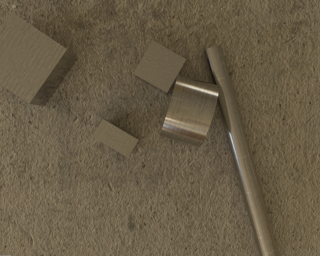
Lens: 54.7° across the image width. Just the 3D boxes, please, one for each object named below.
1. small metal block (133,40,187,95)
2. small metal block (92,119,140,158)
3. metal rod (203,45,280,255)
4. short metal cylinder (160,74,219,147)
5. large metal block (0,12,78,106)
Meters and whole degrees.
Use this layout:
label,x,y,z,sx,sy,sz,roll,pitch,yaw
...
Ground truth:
label,x,y,z,sx,sy,sz,roll,pitch,yaw
small metal block,0.000,-0.079,0.410,0.050,0.025,0.050,30,90,-1
small metal block,-0.054,0.012,0.397,0.050,0.050,0.025,31,90,-1
metal rod,0.109,0.039,0.411,0.025,0.025,0.298,-16,90,0
short metal cylinder,0.035,-0.021,0.383,0.050,0.080,0.080,17,90,0
large metal block,-0.167,-0.084,0.395,0.080,0.050,0.080,34,90,-1
